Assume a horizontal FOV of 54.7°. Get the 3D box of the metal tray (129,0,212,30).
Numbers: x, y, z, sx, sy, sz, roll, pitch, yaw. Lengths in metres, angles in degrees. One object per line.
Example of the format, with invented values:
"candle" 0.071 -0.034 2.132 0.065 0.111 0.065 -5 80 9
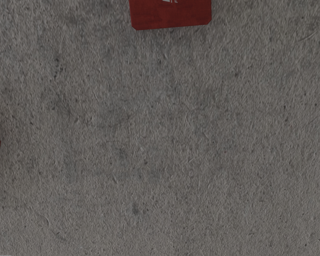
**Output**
"metal tray" 0.008 -0.179 0.341 0.091 0.030 0.129 -5 110 1
